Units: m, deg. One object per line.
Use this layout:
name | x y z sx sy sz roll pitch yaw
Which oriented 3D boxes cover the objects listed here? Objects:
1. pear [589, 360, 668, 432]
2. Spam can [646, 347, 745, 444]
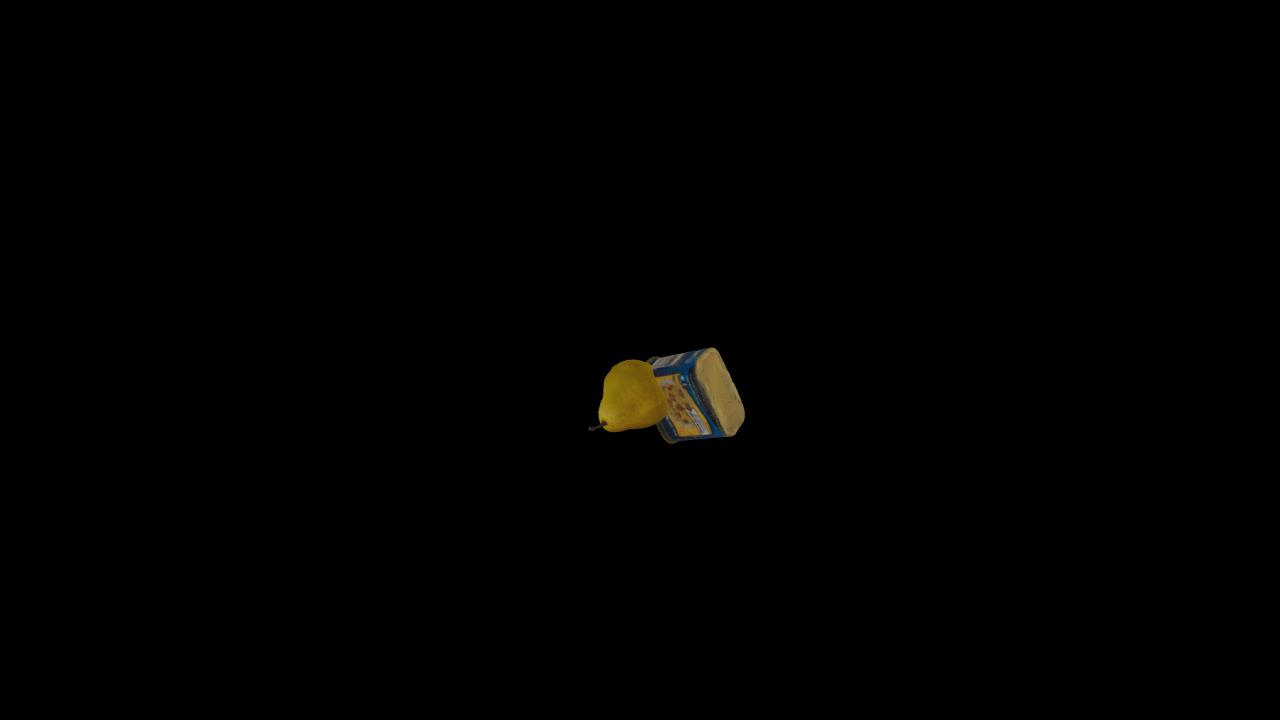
pear | -0.013 0.051 0.670 0.080 0.080 0.111 0 33 27
Spam can | 0.057 0.040 0.682 0.085 0.101 0.058 -12 23 42
